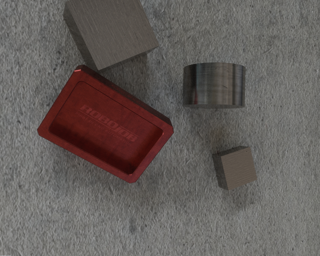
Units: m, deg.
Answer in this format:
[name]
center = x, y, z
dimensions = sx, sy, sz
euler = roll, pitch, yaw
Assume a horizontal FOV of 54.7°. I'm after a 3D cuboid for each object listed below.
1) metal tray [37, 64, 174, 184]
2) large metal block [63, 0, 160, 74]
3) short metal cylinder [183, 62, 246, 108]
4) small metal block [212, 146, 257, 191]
[metal tray]
center = -0.061, -0.002, 0.365
dimensions = 0.130, 0.030, 0.090
euler = 32, 105, -18
[large metal block]
center = -0.060, -0.117, 0.374
dimensions = 0.081, 0.050, 0.080
euler = -27, 99, -18
[short metal cylinder]
center = 0.071, -0.053, 0.407
dimensions = 0.081, 0.080, 0.050
euler = 2, 90, -20
[small metal block]
center = 0.109, 0.057, 0.451
dimensions = 0.050, 0.025, 0.050
euler = -15, 95, -20
